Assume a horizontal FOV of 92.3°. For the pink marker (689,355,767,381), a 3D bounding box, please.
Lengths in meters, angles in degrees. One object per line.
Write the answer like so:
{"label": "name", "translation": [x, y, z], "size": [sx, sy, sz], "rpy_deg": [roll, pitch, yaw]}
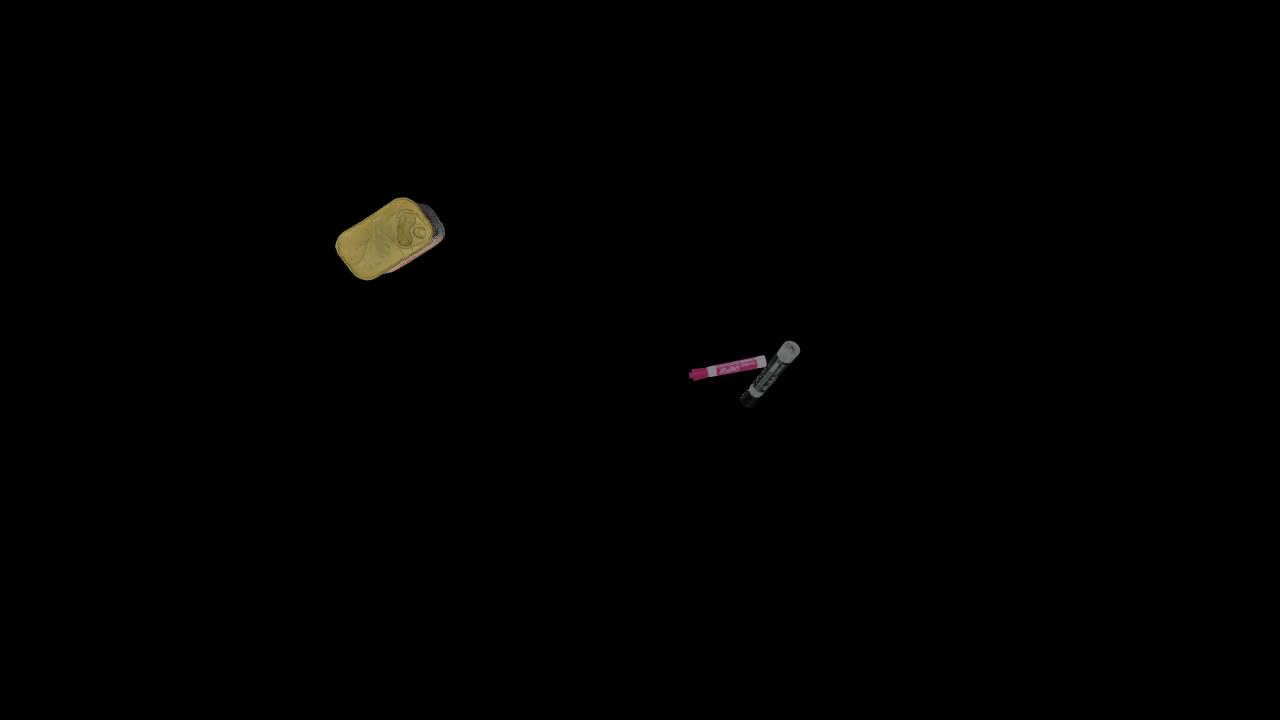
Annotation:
{"label": "pink marker", "translation": [0.136, 0.013, 0.958], "size": [0.121, 0.020, 0.020], "rpy_deg": [-11, 0, -2]}

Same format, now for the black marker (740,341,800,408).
{"label": "black marker", "translation": [0.139, 0.019, 0.671], "size": [0.020, 0.020, 0.121], "rpy_deg": [0, -32, -17]}

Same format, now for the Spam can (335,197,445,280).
{"label": "Spam can", "translation": [-0.279, -0.138, 0.700], "size": [0.101, 0.058, 0.085], "rpy_deg": [-32, 14, 0]}
